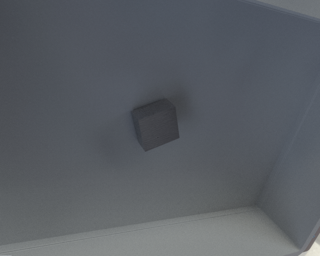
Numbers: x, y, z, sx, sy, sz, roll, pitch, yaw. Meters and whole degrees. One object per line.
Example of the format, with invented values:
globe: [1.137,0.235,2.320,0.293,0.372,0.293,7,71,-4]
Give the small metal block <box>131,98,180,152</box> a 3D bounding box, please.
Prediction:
small metal block: [-0.005,-0.004,0.400,0.050,0.025,0.050,-21,127,-16]
